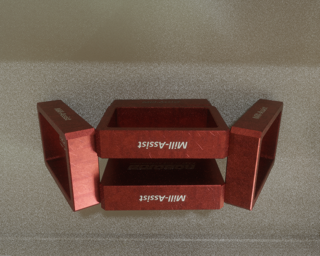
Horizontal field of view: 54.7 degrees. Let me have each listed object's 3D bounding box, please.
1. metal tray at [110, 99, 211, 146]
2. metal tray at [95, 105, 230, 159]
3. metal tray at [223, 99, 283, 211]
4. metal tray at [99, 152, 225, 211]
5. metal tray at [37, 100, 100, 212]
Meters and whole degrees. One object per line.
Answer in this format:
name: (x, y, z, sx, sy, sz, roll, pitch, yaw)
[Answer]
metal tray: (0.002, 0.009, 0.410, 0.131, 0.030, 0.089, -1, 110, -1)
metal tray: (0.003, 0.001, 0.343, 0.131, 0.090, 0.030, 0, 110, -1)
metal tray: (0.113, 0.024, 0.365, 0.030, 0.131, 0.089, 12, 113, 27)
metal tray: (0.002, 0.058, 0.364, 0.131, 0.090, 0.030, 0, 110, -1)
metal tray: (-0.110, 0.026, 0.364, 0.030, 0.130, 0.089, -12, 114, -30)
